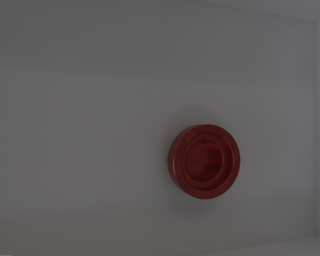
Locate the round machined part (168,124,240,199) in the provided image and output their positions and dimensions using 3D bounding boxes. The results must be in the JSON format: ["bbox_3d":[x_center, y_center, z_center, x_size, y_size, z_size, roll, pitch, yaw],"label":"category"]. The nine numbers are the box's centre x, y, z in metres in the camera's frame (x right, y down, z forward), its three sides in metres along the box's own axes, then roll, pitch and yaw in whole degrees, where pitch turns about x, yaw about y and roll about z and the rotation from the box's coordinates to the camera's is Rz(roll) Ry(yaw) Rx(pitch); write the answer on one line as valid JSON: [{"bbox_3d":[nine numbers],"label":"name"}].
[{"bbox_3d":[0.056,0.044,0.422,0.099,0.042,0.097,0,90,-20],"label":"round machined part"}]
